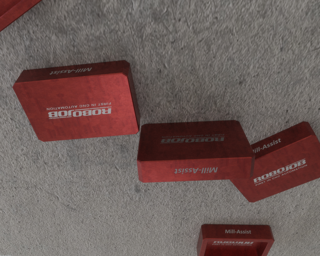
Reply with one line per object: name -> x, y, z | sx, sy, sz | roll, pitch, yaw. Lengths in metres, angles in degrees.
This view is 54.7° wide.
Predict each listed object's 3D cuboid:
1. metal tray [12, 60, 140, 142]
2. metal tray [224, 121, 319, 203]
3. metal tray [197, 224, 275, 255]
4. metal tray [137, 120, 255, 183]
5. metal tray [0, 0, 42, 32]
metal tray -> -0.095, -0.030, 0.377 | 0.131, 0.030, 0.089 | -5, 130, 4
metal tray -> 0.170, 0.054, 0.452 | 0.130, 0.030, 0.090 | -28, 125, 22
metal tray -> 0.141, 0.223, 0.595 | 0.131, 0.030, 0.089 | 1, 130, -2
metal tray -> 0.041, 0.026, 0.383 | 0.131, 0.090, 0.030 | -2, 118, 2
metal tray -> -0.170, -0.155, 0.270 | 0.090, 0.030, 0.130 | -26, 126, 20
